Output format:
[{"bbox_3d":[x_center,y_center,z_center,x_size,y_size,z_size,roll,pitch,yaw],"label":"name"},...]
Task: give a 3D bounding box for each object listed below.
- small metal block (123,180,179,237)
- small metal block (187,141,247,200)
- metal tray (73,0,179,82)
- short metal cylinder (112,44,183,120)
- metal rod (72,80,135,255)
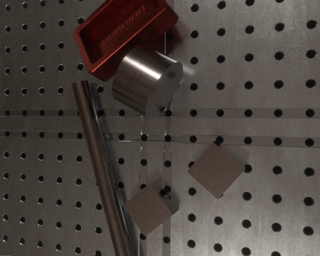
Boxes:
[{"bbox_3d":[-0.012,0.107,0.416,0.050,0.025,0.050,-41,77,15],"label":"small metal block"},{"bbox_3d":[0.071,0.052,0.387,0.050,0.025,0.050,42,103,15],"label":"small metal block"},{"bbox_3d":[-0.050,-0.134,0.410,0.130,0.030,0.090,-37,58,16],"label":"metal tray"},{"bbox_3d":[-0.014,-0.057,0.388,0.050,0.080,0.080,32,100,16],"label":"short metal cylinder"},{"bbox_3d":[-0.076,0.078,0.437,0.025,0.025,0.298,-18,84,19],"label":"metal rod"}]
